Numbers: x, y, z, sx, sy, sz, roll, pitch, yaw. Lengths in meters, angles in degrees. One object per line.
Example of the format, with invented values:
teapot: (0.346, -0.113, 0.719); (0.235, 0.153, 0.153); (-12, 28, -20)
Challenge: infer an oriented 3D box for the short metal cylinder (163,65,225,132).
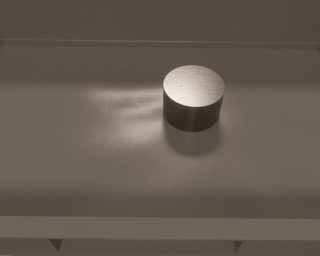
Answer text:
short metal cylinder: (0.045, -0.041, 0.424); (0.081, 0.050, 0.080); (0, 50, 0)
